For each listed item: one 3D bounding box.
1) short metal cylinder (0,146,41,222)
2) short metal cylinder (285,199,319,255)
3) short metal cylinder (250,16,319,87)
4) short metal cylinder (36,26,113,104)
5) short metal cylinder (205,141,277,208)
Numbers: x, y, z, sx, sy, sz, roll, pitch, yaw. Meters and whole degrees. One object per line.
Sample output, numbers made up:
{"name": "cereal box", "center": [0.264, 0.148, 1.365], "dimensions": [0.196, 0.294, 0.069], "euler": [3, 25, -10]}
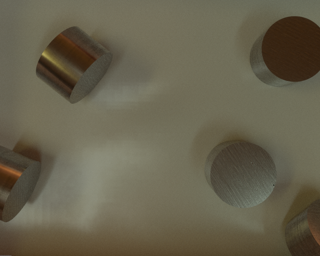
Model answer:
{"name": "short metal cylinder", "center": [-0.192, 0.068, 0.382], "dimensions": [0.050, 0.080, 0.080], "euler": [23, 90, 0]}
{"name": "short metal cylinder", "center": [0.204, 0.135, 0.380], "dimensions": [0.081, 0.050, 0.080], "euler": [9, 48, -10]}
{"name": "short metal cylinder", "center": [0.163, -0.096, 0.400], "dimensions": [0.081, 0.050, 0.080], "euler": [0, 90, 0]}
{"name": "short metal cylinder", "center": [-0.104, -0.077, 0.383], "dimensions": [0.050, 0.080, 0.080], "euler": [39, 90, 0]}
{"name": "short metal cylinder", "center": [0.101, 0.057, 0.400], "dimensions": [0.081, 0.050, 0.080], "euler": [0, 90, 0]}
